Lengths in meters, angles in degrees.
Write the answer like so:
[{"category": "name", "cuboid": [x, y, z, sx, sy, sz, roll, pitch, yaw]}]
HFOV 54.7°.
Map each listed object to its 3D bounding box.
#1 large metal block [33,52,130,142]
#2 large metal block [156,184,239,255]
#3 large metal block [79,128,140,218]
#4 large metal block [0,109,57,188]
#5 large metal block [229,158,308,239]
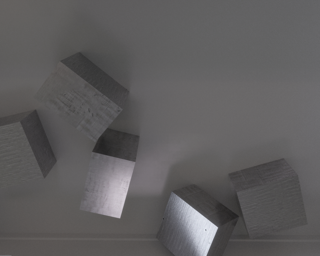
[{"category": "large metal block", "cuboid": [-0.087, -0.040, 0.366, 0.080, 0.080, 0.050, 38, 106, -13]}, {"category": "large metal block", "cuboid": [0.049, 0.137, 0.426, 0.050, 0.080, 0.079, -5, 118, -46]}, {"category": "large metal block", "cuboid": [-0.063, 0.055, 0.402, 0.050, 0.080, 0.079, 14, 110, -5]}, {"category": "large metal block", "cuboid": [-0.195, 0.029, 0.407, 0.080, 0.050, 0.080, -13, 110, 4]}, {"category": "large metal block", "cuboid": [0.150, 0.099, 0.435, 0.080, 0.050, 0.080, -17, 109, 6]}]
